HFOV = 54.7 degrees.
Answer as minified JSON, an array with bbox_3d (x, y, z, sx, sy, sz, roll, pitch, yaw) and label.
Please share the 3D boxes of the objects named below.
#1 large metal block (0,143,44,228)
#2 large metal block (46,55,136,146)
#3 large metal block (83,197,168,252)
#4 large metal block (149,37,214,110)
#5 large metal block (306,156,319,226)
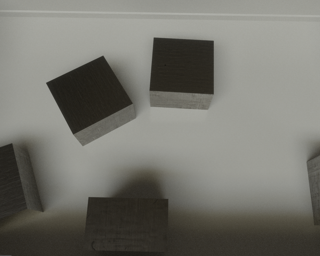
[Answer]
[{"bbox_3d":[-0.196,0.074,0.367,0.081,0.050,0.080,-20,71,-7],"label":"large metal block"},{"bbox_3d":[-0.088,-0.035,0.408,0.080,0.050,0.080,-29,73,-10],"label":"large metal block"},{"bbox_3d":[-0.033,0.107,0.341,0.081,0.080,0.050,1,70,0],"label":"large metal block"},{"bbox_3d":[0.029,-0.073,0.424,0.081,0.050,0.080,3,70,1],"label":"large metal block"},{"bbox_3d":[0.232,0.076,0.372,0.081,0.050,0.080,2,70,0],"label":"large metal block"}]
